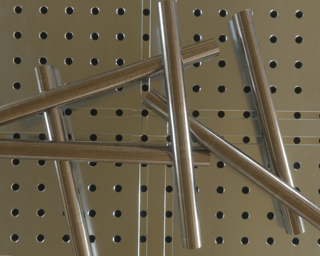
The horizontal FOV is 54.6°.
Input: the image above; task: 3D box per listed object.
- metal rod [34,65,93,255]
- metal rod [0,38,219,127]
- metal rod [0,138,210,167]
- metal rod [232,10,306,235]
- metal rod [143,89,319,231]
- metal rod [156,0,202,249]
[{"bbox_3d":[-0.124,0.066,0.412,0.025,0.025,0.299,-12,90,0],"label":"metal rod"},{"bbox_3d":[-0.068,-0.059,0.396,0.302,0.025,0.025,-19,90,-7],"label":"metal rod"},{"bbox_3d":[-0.086,0.031,0.392,0.302,0.025,0.025,3,90,-8],"label":"metal rod"},{"bbox_3d":[0.145,-0.007,0.414,0.025,0.025,0.299,-14,90,0],"label":"metal rod"},{"bbox_3d":[0.106,0.045,0.396,0.300,0.025,0.025,36,90,7],"label":"metal rod"},{"bbox_3d":[0.024,-0.003,0.382,0.025,0.025,0.298,-6,91,0],"label":"metal rod"}]
